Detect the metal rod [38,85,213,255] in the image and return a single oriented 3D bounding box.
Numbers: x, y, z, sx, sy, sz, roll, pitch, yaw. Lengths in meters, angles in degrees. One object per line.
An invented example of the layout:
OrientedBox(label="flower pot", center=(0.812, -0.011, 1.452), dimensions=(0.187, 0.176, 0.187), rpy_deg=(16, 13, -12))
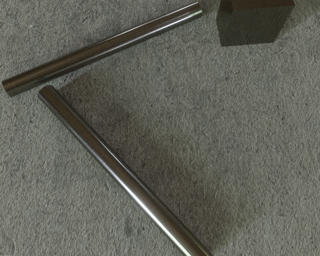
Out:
OrientedBox(label="metal rod", center=(-0.052, 0.052, 0.388), dimensions=(0.025, 0.025, 0.300), rpy_deg=(-42, 76, -14))

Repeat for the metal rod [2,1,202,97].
OrientedBox(label="metal rod", center=(-0.076, -0.118, 0.450), dimensions=(0.302, 0.025, 0.025), rpy_deg=(-26, 72, -10))

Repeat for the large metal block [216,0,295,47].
OrientedBox(label="large metal block", center=(0.130, -0.163, 0.440), dimensions=(0.081, 0.080, 0.050), rpy_deg=(-5, 70, -2))
